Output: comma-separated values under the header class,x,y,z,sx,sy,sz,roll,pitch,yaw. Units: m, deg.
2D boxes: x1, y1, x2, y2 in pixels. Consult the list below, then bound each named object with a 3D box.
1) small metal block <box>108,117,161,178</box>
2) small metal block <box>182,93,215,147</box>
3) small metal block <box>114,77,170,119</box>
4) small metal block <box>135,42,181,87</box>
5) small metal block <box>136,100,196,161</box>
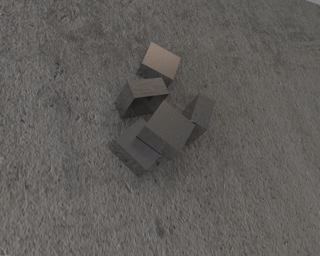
class,x,y,z,sx,sy,sz,roll,pitch,yaw
small metal block,-0.024,0.023,0.376,0.050,0.025,0.050,44,51,2
small metal block,0.046,-0.011,0.418,0.025,0.050,0.050,30,52,-10
small metal block,-0.024,-0.038,0.398,0.050,0.050,0.025,-11,68,-33
small metal block,-0.002,-0.092,0.459,0.050,0.025,0.050,27,52,-12
small metal block,0.008,0.003,0.374,0.050,0.025,0.050,37,49,-4
